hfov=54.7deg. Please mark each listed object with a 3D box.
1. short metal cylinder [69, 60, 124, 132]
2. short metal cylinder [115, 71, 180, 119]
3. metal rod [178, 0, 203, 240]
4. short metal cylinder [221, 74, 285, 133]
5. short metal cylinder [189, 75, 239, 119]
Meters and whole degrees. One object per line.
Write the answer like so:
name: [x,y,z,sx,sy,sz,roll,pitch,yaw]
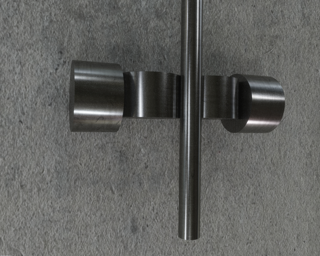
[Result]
short metal cylinder: [-0.075,-0.035,0.354,0.050,0.080,0.080,1,90,-20]
short metal cylinder: [-0.014,-0.037,0.376,0.081,0.080,0.050,1,90,-20]
metal rod: [0.036,-0.024,0.358,0.025,0.025,0.298,1,90,-20]
short metal cylinder: [0.123,-0.033,0.427,0.050,0.080,0.080,1,90,-20]
short metal cylinder: [0.062,-0.037,0.403,0.081,0.080,0.050,1,90,-20]
